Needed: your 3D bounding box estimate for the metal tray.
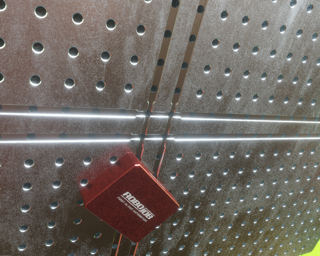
[{"bbox_3d":[-0.039,0.106,0.451,0.090,0.030,0.130,-39,129,-2],"label":"metal tray"}]
